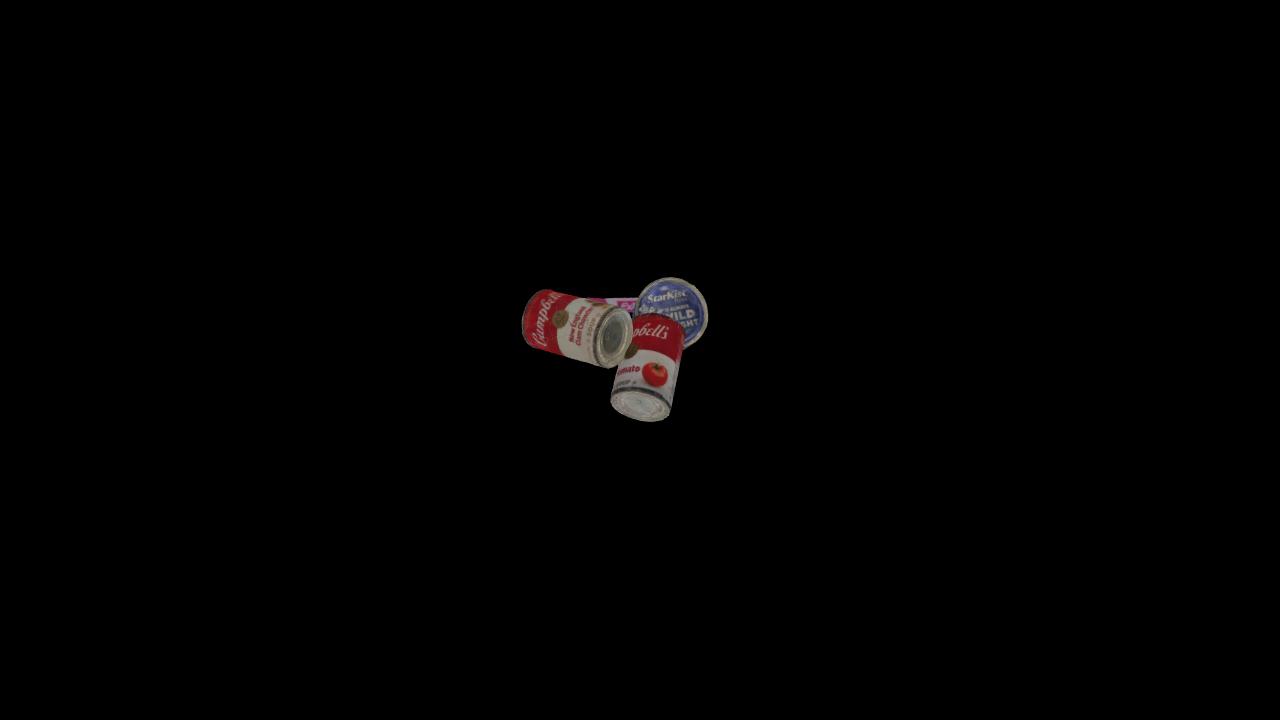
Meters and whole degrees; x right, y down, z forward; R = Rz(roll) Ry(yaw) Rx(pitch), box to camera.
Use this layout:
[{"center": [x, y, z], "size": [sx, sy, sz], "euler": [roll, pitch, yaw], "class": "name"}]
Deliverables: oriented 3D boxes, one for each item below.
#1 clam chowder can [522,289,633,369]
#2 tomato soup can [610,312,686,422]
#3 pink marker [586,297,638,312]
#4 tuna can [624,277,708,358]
[{"center": [-0.067, -0.034, 0.659], "size": [0.102, 0.068, 0.068], "euler": [16, 8, 30], "class": "clam chowder can"}, {"center": [0.009, 0.009, 0.672], "size": [0.068, 0.101, 0.068], "euler": [10, -31, 6], "class": "tomato soup can"}, {"center": [-0.017, -0.067, 0.746], "size": [0.121, 0.020, 0.020], "euler": [-4, 2, -35], "class": "pink marker"}, {"center": [0.034, -0.050, 0.706], "size": [0.084, 0.084, 0.034], "euler": [0, -10, -9], "class": "tuna can"}]
